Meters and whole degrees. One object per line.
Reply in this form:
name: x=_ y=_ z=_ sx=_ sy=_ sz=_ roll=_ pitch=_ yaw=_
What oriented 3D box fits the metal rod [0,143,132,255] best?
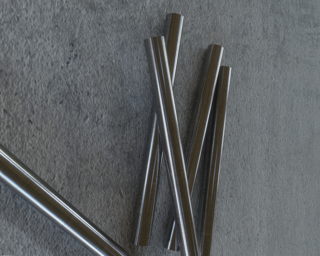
metal rod: x=-0.105 y=0.083 z=0.316 sx=0.300 sy=0.025 sz=0.025 roll=52 pitch=60 yaw=-27

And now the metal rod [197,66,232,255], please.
metal rod: x=0.080 y=0.053 z=0.471 sx=0.025 sy=0.025 sz=0.298 roll=13 pitch=82 yaw=-39

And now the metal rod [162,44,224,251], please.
metal rod: x=0.050 y=0.020 z=0.446 sx=0.025 sy=0.025 sz=0.299 roll=23 pitch=76 yaw=-38

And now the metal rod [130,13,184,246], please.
metal rod: x=-0.002 y=-0.004 z=0.402 sx=0.025 sy=0.025 sz=0.299 roll=15 pitch=81 yaw=-39

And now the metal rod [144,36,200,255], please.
metal rod: x=0.018 y=0.040 z=0.385 sx=0.025 sy=0.025 sz=0.298 roll=-16 pitch=101 yaw=-39
